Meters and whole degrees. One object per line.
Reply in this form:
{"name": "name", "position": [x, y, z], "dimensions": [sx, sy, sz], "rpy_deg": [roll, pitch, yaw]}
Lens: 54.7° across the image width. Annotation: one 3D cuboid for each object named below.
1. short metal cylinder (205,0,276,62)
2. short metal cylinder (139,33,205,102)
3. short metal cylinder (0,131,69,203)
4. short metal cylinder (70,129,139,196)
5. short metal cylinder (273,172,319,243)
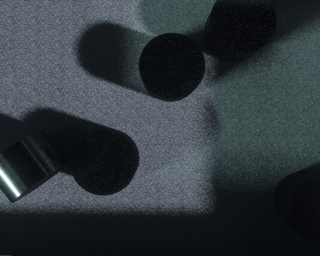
{"name": "short metal cylinder", "position": [0.101, -0.131, 0.400], "dimensions": [0.081, 0.050, 0.079], "rpy_deg": [0, 90, -1]}
{"name": "short metal cylinder", "position": [0.015, -0.076, 0.399], "dimensions": [0.081, 0.050, 0.079], "rpy_deg": [0, 90, -1]}
{"name": "short metal cylinder", "position": [-0.161, 0.047, 0.382], "dimensions": [0.080, 0.080, 0.050], "rpy_deg": [-37, 91, 0]}
{"name": "short metal cylinder", "position": [-0.068, 0.042, 0.398], "dimensions": [0.081, 0.050, 0.079], "rpy_deg": [0, 90, -1]}
{"name": "short metal cylinder", "position": [0.197, 0.100, 0.402], "dimensions": [0.081, 0.050, 0.079], "rpy_deg": [0, 90, -1]}
